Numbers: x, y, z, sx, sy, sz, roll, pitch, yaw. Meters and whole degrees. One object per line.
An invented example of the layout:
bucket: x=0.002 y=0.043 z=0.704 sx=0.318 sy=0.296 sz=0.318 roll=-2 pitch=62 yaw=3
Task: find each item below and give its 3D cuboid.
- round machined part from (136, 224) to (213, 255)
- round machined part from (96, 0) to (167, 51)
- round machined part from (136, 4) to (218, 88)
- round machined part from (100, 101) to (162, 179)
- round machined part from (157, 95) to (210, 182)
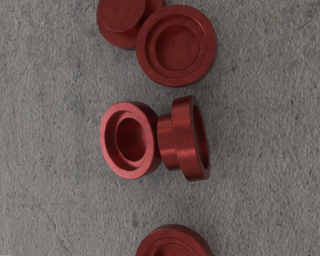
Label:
round machined part: x=0.021 y=0.170 z=0.392 sx=0.098 sy=0.042 sz=0.097 roll=0 pitch=90 yaw=20
round machined part: x=-0.043 y=-0.157 z=0.415 sx=0.098 sy=0.042 sz=0.097 roll=0 pitch=90 yaw=20
round machined part: x=0.023 y=-0.099 z=0.389 sx=0.098 sy=0.042 sz=0.097 roll=1 pitch=93 yaw=15
round machined part: x=-0.030 y=0.014 z=0.399 sx=0.098 sy=0.042 sz=0.097 roll=7 pitch=101 yaw=40
round machined part: x=0.027 y=0.014 z=0.359 sx=0.042 sy=0.098 sz=0.097 roll=-11 pitch=87 yaw=16
